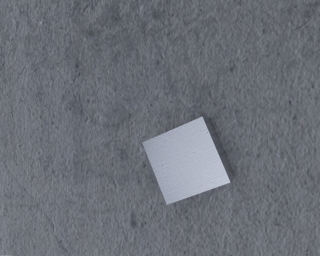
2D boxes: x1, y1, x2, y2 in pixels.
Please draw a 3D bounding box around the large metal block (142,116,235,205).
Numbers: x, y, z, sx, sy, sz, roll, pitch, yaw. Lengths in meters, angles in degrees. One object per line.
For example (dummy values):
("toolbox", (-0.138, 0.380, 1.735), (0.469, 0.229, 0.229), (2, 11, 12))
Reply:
("large metal block", (0.037, 0.039, 0.382), (0.080, 0.050, 0.080), (-24, 82, 18))
